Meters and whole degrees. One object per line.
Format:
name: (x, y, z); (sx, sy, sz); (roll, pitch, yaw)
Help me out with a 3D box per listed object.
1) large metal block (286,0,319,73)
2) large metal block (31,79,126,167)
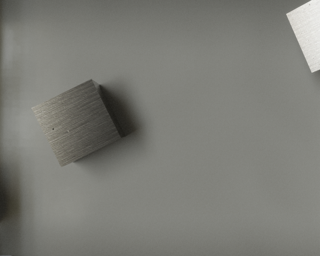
large metal block: (0.216, -0.124, 0.381); (0.080, 0.050, 0.080); (-23, 90, 36)
large metal block: (-0.101, -0.006, 0.398); (0.080, 0.050, 0.080); (-26, 90, 0)
